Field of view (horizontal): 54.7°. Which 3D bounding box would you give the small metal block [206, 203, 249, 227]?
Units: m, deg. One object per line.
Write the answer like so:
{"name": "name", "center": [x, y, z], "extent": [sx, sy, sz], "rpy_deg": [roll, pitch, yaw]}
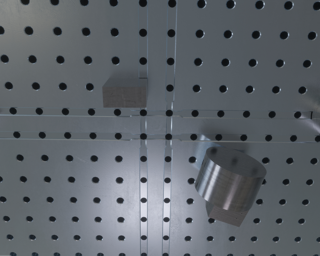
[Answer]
{"name": "small metal block", "center": [0.102, 0.112, 0.456], "extent": [0.050, 0.025, 0.050], "rpy_deg": [20, 109, -8]}

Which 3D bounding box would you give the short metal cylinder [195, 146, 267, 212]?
{"name": "short metal cylinder", "center": [0.092, 0.065, 0.409], "extent": [0.080, 0.080, 0.050], "rpy_deg": [14, 110, -5]}

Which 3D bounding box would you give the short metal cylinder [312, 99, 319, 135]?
{"name": "short metal cylinder", "center": [0.248, -0.011, 0.399], "extent": [0.081, 0.050, 0.079], "rpy_deg": [0, 110, 0]}

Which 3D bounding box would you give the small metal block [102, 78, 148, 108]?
{"name": "small metal block", "center": [-0.041, -0.044, 0.383], "extent": [0.050, 0.050, 0.025], "rpy_deg": [0, 110, 0]}
